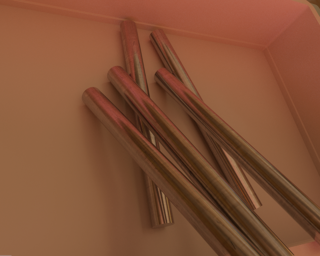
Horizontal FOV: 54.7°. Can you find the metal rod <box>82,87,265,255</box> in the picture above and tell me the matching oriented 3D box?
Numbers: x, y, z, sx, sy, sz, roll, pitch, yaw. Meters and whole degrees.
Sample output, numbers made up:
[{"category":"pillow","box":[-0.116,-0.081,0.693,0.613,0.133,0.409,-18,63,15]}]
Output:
[{"category":"metal rod","box":[0.000,0.039,0.292,0.025,0.025,0.300,-14,41,-34]}]

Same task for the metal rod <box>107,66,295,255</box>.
[{"category":"metal rod","box":[0.016,0.015,0.326,0.025,0.025,0.300,-10,42,-32]}]

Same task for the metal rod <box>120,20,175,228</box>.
[{"category":"metal rod","box":[-0.022,-0.024,0.407,0.025,0.025,0.299,3,60,-27]}]

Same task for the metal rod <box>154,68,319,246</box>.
[{"category":"metal rod","box":[0.078,0.011,0.363,0.025,0.025,0.300,-10,42,-33]}]

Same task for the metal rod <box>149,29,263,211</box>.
[{"category":"metal rod","box":[0.059,-0.021,0.449,0.025,0.025,0.299,-15,70,-34]}]
